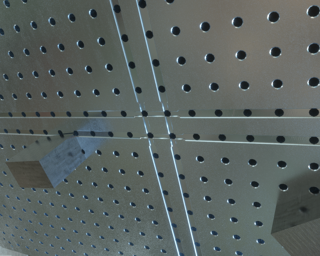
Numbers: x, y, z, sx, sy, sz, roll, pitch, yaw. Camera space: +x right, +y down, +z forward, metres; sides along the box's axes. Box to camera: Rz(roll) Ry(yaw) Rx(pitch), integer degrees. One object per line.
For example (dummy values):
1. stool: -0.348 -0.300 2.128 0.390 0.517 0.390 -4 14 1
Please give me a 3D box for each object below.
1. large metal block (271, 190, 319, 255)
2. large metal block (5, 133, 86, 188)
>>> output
1. large metal block: 0.195 0.125 0.369 0.080 0.050 0.080 47 129 -5
2. large metal block: -0.184 0.053 0.507 0.080 0.080 0.050 -6 116 31
